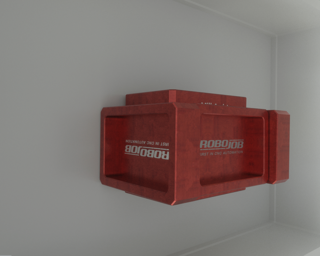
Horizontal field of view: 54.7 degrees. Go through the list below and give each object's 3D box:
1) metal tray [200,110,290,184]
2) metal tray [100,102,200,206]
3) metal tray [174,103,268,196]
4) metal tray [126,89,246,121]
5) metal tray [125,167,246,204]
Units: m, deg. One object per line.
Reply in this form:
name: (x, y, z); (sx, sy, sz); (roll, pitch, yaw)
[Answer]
metal tray: (0.109, 0.022, 0.426); (0.030, 0.130, 0.089); (1, 90, -40)
metal tray: (-0.017, 0.022, 0.322); (0.030, 0.130, 0.089); (1, 90, -40)
metal tray: (0.072, 0.022, 0.344); (0.131, 0.030, 0.089); (1, 89, -40)
metal tray: (0.034, -0.025, 0.389); (0.131, 0.090, 0.030); (0, 91, -40)
metal tray: (0.033, 0.064, 0.388); (0.131, 0.090, 0.030); (0, 90, -40)
